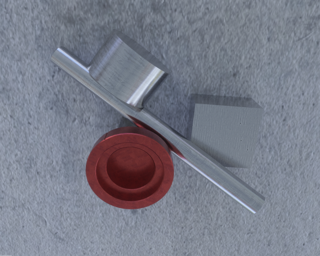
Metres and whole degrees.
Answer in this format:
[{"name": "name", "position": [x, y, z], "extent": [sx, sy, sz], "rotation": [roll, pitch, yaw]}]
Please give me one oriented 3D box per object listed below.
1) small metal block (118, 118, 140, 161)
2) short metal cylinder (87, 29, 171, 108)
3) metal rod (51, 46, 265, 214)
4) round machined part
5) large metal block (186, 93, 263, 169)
[{"name": "small metal block", "position": [-0.038, 0.016, 0.404], "extent": [0.025, 0.050, 0.050], "rotation": [-2, 110, 0]}, {"name": "short metal cylinder", "position": [-0.035, -0.068, 0.356], "extent": [0.080, 0.080, 0.050], "rotation": [36, 106, -13]}, {"name": "metal rod", "position": [-0.004, 0.001, 0.372], "extent": [0.301, 0.025, 0.025], "rotation": [37, 106, 2]}, {"name": "round machined part", "position": [-0.034, 0.043, 0.365], "extent": [0.099, 0.042, 0.097], "rotation": [0, 112, -1]}, {"name": "large metal block", "position": [0.078, 0.003, 0.400], "extent": [0.081, 0.050, 0.079], "rotation": [4, 110, -2]}]
